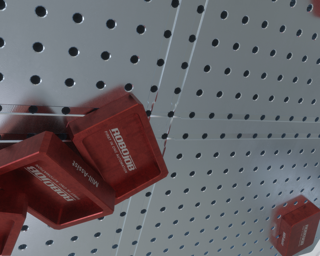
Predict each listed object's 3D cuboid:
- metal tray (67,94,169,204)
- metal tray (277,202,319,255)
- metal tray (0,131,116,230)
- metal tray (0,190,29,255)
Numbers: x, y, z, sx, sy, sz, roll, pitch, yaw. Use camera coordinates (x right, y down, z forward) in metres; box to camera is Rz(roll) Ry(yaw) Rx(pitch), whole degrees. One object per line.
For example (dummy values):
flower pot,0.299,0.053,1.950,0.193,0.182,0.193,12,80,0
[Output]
metal tray,-0.049,0.032,0.399,0.090,0.030,0.130,-28,128,-11
metal tray,0.330,0.245,0.738,0.091,0.030,0.129,-20,126,-17
metal tray,-0.123,0.067,0.358,0.090,0.030,0.130,-21,131,17
metal tray,-0.218,0.100,0.327,0.131,0.030,0.089,16,122,-26
